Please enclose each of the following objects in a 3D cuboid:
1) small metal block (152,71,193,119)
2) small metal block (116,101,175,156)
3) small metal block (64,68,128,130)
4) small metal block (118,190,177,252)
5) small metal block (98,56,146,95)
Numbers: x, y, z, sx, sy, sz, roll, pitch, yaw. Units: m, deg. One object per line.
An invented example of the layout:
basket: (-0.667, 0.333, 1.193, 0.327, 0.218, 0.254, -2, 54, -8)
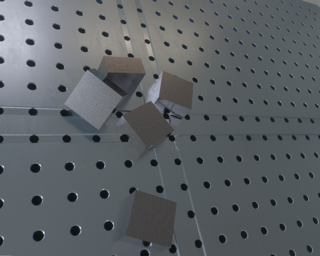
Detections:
small metal block: (0.019, -0.048, 0.447, 0.050, 0.025, 0.050, 20, 54, -17)
small metal block: (-0.019, 0.000, 0.398, 0.050, 0.025, 0.050, -31, 79, -38)
small metal block: (-0.075, -0.035, 0.369, 0.050, 0.050, 0.025, 38, 16, -3)
small metal block: (-0.012, 0.102, 0.339, 0.050, 0.025, 0.050, 21, 54, -16)
small metal block: (-0.054, -0.067, 0.404, 0.050, 0.050, 0.025, -4, 64, -30)
